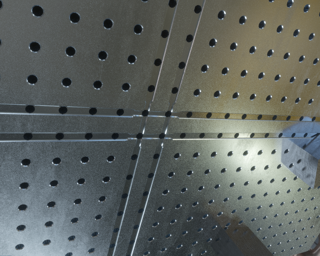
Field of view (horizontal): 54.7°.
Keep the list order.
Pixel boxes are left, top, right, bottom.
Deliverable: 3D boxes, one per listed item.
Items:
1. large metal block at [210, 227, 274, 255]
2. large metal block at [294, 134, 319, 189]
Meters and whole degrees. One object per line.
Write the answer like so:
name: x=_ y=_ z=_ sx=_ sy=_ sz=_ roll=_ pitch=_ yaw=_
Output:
large metal block: x=0.164 y=0.246 z=0.621 sx=0.081 sy=0.080 sz=0.050 roll=12 pitch=112 yaw=-34
large metal block: x=0.318 y=0.061 z=0.611 sx=0.081 sy=0.050 sz=0.080 roll=-24 pitch=127 yaw=-14
